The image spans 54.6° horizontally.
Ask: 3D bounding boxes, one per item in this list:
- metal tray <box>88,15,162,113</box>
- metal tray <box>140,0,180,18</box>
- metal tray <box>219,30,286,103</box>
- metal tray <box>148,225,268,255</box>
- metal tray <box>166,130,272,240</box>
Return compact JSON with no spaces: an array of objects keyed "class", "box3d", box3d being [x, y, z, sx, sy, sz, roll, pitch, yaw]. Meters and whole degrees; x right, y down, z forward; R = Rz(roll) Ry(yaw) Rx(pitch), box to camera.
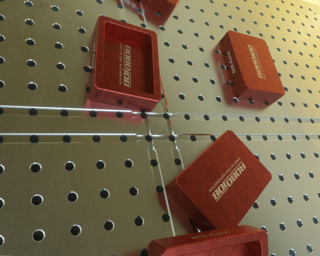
[{"class":"metal tray","box3d":[-0.048,-0.090,0.433,0.091,0.030,0.130,10,57,-23]},{"class":"metal tray","box3d":[-0.020,-0.264,0.555,0.130,0.030,0.090,31,52,-8]},{"class":"metal tray","box3d":[0.165,-0.111,0.560,0.091,0.030,0.130,5,59,-25]},{"class":"metal tray","box3d":[0.053,0.155,0.316,0.131,0.030,0.090,1,85,-28]},{"class":"metal tray","box3d":[0.081,0.070,0.405,0.090,0.030,0.131,49,51,6]}]
